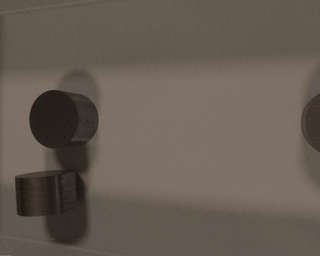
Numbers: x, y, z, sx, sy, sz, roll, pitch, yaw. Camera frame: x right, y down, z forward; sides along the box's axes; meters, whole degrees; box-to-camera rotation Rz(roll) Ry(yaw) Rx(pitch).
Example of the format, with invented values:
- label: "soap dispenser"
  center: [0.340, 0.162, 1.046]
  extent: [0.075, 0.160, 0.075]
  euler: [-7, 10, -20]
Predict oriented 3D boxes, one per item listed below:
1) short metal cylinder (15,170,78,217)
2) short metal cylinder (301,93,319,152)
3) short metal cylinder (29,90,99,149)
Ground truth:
- label: "short metal cylinder"
  center: [-0.158, 0.089, 0.435]
  extent: [0.080, 0.080, 0.050]
  euler: [-4, 89, 19]
- label: "short metal cylinder"
  center: [0.196, -0.006, 0.329]
  extent: [0.080, 0.050, 0.079]
  euler: [0, 90, 19]
- label: "short metal cylinder"
  center: [-0.137, -0.012, 0.444]
  extent: [0.080, 0.050, 0.079]
  euler: [0, 90, 19]
